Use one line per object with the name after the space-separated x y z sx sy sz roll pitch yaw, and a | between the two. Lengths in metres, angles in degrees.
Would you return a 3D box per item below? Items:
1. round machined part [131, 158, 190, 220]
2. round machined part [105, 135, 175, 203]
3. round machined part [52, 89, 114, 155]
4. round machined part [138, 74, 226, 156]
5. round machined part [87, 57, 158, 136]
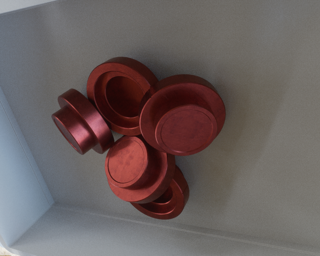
-0.003 0.081 0.447 0.098 0.042 0.097 13 124 21 | round machined part
-0.033 0.047 0.405 0.098 0.098 0.042 -6 159 31 | round machined part
-0.110 -0.002 0.424 0.098 0.042 0.098 41 156 23 | round machined part
0.026 -0.007 0.348 0.099 0.042 0.097 -4 125 -6 | round machined part
-0.039 -0.042 0.389 0.098 0.042 0.097 13 124 21 | round machined part
